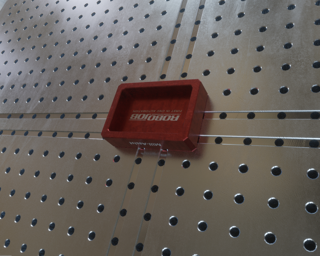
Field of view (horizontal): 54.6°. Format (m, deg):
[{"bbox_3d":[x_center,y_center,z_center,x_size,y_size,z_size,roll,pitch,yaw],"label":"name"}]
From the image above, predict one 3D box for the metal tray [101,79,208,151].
[{"bbox_3d":[-0.008,-0.019,0.421,0.130,0.030,0.090,1,62,29],"label":"metal tray"}]
